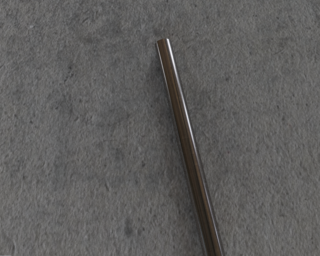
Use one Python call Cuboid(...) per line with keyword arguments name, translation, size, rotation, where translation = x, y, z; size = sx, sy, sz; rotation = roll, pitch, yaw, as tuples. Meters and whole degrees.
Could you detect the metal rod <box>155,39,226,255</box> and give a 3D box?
Cuboid(name="metal rod", translation=(0.034, 0.015, 0.403), size=(0.025, 0.025, 0.299), rotation=(-11, 70, -4))
